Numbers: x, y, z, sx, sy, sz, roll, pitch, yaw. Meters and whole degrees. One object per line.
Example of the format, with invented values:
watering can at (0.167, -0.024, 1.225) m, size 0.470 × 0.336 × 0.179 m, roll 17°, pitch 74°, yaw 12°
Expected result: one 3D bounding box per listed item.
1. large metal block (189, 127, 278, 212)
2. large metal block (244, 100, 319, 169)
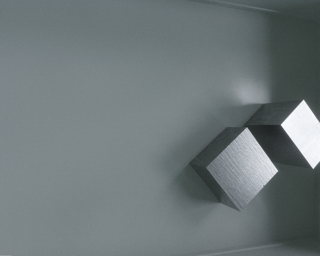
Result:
large metal block at (0.103, 0.055, 0.435) m, size 0.080 × 0.050 × 0.080 m, roll -42°, pitch 103°, yaw -15°
large metal block at (0.184, 0.008, 0.449) m, size 0.050 × 0.080 × 0.080 m, roll -44°, pitch 104°, yaw -14°
